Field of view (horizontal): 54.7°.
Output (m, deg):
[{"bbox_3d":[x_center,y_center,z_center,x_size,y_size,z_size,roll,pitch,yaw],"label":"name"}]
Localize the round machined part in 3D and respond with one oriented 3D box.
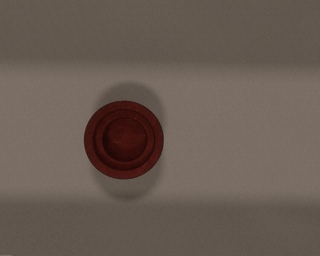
[{"bbox_3d":[-0.045,0.015,0.402,0.099,0.042,0.097,0,90,-1],"label":"round machined part"}]
